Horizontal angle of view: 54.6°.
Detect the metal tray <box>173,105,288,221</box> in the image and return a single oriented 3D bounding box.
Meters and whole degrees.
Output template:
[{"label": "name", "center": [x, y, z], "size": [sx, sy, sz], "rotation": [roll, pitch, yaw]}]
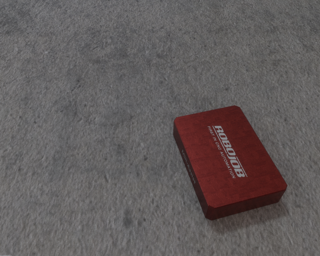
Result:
[{"label": "metal tray", "center": [0.077, 0.035, 0.371], "size": [0.091, 0.030, 0.130], "rotation": [-12, 51, -10]}]
